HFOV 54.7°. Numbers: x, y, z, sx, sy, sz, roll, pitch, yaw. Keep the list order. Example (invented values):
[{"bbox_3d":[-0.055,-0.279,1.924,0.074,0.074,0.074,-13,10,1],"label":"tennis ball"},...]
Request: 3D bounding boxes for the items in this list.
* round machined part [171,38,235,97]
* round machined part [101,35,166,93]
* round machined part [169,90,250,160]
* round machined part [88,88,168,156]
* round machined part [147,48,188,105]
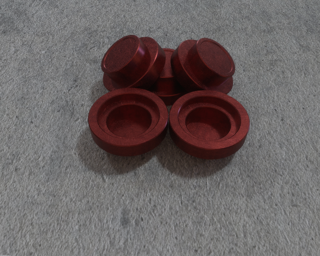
[{"bbox_3d":[0.068,-0.089,0.441,0.099,0.042,0.098,19,52,-25],"label":"round machined part"},{"bbox_3d":[-0.044,-0.093,0.440,0.098,0.042,0.098,-21,49,26],"label":"round machined part"},{"bbox_3d":[0.060,0.000,0.394,0.099,0.042,0.098,0,50,0],"label":"round machined part"},{"bbox_3d":[-0.039,-0.003,0.396,0.099,0.042,0.098,0,50,0],"label":"round machined part"},{"bbox_3d":[0.007,-0.082,0.462,0.099,0.042,0.098,0,50,0],"label":"round machined part"}]
